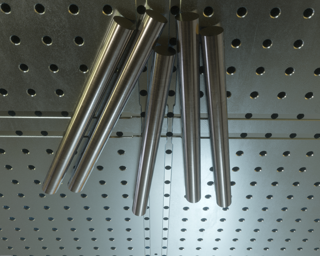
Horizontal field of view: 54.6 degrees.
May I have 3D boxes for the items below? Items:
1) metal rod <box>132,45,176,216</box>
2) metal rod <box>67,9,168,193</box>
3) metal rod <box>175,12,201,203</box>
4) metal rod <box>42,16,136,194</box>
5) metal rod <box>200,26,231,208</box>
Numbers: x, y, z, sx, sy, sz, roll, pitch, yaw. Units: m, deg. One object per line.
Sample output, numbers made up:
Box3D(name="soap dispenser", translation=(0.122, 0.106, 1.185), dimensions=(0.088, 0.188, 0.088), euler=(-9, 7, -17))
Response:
Box3D(name="metal rod", translation=(-0.015, 0.028, 0.435), dimensions=(0.025, 0.025, 0.298), euler=(6, 130, -5))
Box3D(name="metal rod", translation=(-0.068, -0.011, 0.402), dimensions=(0.025, 0.025, 0.298), euler=(20, 127, -16))
Box3D(name="metal rod", translation=(0.041, 0.000, 0.412), dimensions=(0.025, 0.025, 0.298), euler=(-4, 130, 3))
Box3D(name="metal rod", translation=(-0.105, -0.007, 0.404), dimensions=(0.025, 0.025, 0.298), euler=(22, 127, -17))
Box3D(name="metal rod", translation=(0.080, 0.010, 0.420), dimensions=(0.025, 0.025, 0.299), euler=(-8, 130, 6))
